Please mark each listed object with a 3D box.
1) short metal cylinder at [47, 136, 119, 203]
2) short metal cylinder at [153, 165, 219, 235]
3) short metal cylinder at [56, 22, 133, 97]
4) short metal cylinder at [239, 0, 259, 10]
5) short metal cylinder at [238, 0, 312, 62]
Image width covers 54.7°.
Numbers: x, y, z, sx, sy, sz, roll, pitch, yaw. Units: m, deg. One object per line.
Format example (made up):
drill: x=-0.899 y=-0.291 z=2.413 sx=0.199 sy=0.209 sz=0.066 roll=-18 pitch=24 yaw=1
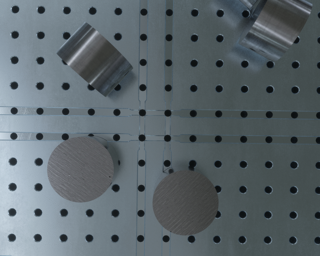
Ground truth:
short metal cylinder: x=-0.096 y=0.050 z=0.400 sx=0.081 sy=0.050 sz=0.079 roll=0 pitch=90 yaw=-1
short metal cylinder: x=0.031 y=0.091 z=0.401 sx=0.081 sy=0.050 sz=0.079 roll=0 pitch=90 yaw=-1
short metal cylinder: x=-0.080 y=-0.084 z=0.385 sx=0.080 sy=0.080 sz=0.050 roll=43 pitch=90 yaw=-1
short metal cylinder: x=0.123 y=-0.198 z=0.387 sx=0.050 sy=0.080 sz=0.080 roll=42 pitch=90 yaw=0
short metal cylinder: x=0.142 y=-0.131 z=0.388 sx=0.050 sy=0.080 sz=0.080 roll=28 pitch=90 yaw=-1
